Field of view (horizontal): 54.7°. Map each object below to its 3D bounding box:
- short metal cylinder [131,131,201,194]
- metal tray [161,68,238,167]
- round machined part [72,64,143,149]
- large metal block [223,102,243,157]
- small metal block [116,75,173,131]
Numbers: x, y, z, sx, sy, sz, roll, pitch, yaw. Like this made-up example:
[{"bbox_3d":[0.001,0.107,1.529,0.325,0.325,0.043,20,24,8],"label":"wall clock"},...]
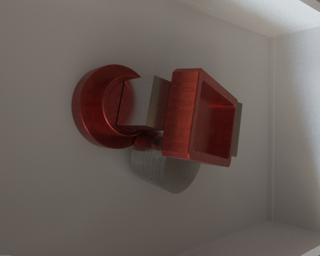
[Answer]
[{"bbox_3d":[0.010,0.035,0.384,0.081,0.050,0.079,-23,121,-46],"label":"short metal cylinder"},{"bbox_3d":[0.052,-0.005,0.355,0.131,0.030,0.090,19,77,-58],"label":"metal tray"},{"bbox_3d":[-0.046,-0.025,0.356,0.099,0.042,0.097,0,90,-40],"label":"round machined part"},{"bbox_3d":[0.071,-0.004,0.448,0.081,0.050,0.080,13,82,-40],"label":"large metal block"},{"bbox_3d":[-0.016,-0.024,0.321,0.025,0.050,0.050,16,80,-39],"label":"small metal block"}]
